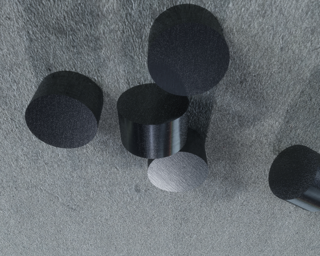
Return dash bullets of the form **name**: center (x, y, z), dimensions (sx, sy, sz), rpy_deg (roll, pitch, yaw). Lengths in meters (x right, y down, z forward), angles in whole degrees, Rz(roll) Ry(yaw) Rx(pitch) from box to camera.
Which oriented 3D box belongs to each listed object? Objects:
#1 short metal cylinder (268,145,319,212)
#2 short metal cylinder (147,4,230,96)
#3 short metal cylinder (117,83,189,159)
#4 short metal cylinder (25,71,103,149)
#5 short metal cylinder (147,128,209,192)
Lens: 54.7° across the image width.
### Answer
- **short metal cylinder**: center (0.201, 0.070, 0.432), dimensions (0.050, 0.080, 0.080), rpy_deg (26, 125, -21)
- **short metal cylinder**: center (0.028, -0.080, 0.322), dimensions (0.081, 0.050, 0.079), rpy_deg (0, 130, 0)
- **short metal cylinder**: center (-0.008, -0.010, 0.362), dimensions (0.080, 0.080, 0.050), rpy_deg (-1, 130, 0)
- **short metal cylinder**: center (-0.112, -0.021, 0.371), dimensions (0.081, 0.050, 0.079), rpy_deg (0, 130, 0)
- **short metal cylinder**: center (0.024, 0.043, 0.428), dimensions (0.081, 0.050, 0.079), rpy_deg (0, 130, 0)
